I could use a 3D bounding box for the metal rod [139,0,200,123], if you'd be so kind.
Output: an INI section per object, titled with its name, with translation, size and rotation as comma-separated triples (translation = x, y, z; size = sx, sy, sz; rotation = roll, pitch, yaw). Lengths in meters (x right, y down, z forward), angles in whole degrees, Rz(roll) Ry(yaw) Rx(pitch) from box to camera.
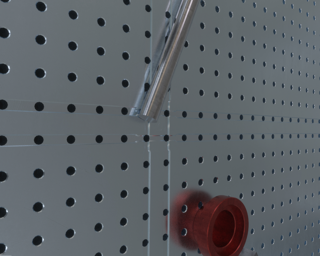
[metal rod]
translation = 0.032, -0.148, 0.435
size = 0.025, 0.025, 0.299
rotation = 31, 71, -36

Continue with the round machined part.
[round machined part]
translation = 0.089, 0.152, 0.473
size = 0.099, 0.042, 0.097
rotation = 0, 90, -40

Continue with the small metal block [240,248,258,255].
[small metal block]
translation = 0.138, 0.223, 0.509
size = 0.025, 0.050, 0.050
rotation = -39, 114, -33
